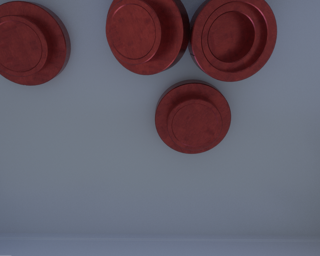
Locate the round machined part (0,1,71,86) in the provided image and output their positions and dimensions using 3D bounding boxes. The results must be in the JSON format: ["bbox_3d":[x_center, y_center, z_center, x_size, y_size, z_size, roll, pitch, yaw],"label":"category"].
[{"bbox_3d":[-0.160,-0.097,0.365,0.099,0.042,0.097,0,110,0],"label":"round machined part"}]

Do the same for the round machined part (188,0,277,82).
[{"bbox_3d":[0.079,-0.106,0.359,0.099,0.042,0.097,-3,111,-9],"label":"round machined part"}]

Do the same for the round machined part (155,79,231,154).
[{"bbox_3d":[0.043,-0.010,0.399,0.099,0.042,0.097,0,110,0],"label":"round machined part"}]

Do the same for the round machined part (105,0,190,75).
[{"bbox_3d":[-0.020,-0.107,0.342,0.098,0.042,0.097,10,113,25],"label":"round machined part"}]
